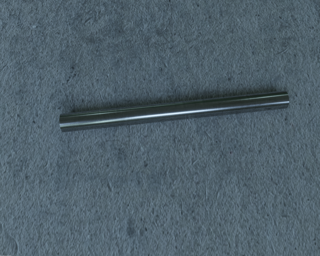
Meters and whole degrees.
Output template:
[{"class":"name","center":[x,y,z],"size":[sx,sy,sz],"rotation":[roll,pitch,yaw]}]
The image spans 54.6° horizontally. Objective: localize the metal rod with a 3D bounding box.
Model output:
[{"class":"metal rod","center":[0.021,-0.023,0.416],"size":[0.302,0.025,0.025],"rotation":[-6,70,-3]}]
